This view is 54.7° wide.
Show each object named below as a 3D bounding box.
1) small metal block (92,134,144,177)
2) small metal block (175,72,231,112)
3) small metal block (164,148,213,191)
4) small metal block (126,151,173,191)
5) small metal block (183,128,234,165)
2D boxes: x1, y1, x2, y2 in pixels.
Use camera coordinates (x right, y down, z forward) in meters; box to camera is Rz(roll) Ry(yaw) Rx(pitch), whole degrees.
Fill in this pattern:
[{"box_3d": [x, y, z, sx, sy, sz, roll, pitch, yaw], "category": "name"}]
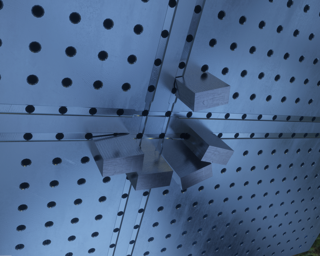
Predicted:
[{"box_3d": [-0.054, 0.033, 0.387, 0.050, 0.050, 0.025, -6, 121, -26], "category": "small metal block"}, {"box_3d": [0.053, -0.048, 0.397, 0.050, 0.050, 0.025, -14, 124, -21], "category": "small metal block"}, {"box_3d": [0.042, 0.057, 0.455, 0.050, 0.050, 0.025, -22, 127, -16], "category": "small metal block"}, {"box_3d": [-0.017, 0.057, 0.422, 0.050, 0.050, 0.025, -3, 120, -27], "category": "small metal block"}, {"box_3d": [0.071, 0.027, 0.453, 0.050, 0.050, 0.025, 14, 111, -34], "category": "small metal block"}]
